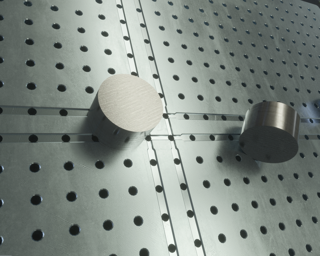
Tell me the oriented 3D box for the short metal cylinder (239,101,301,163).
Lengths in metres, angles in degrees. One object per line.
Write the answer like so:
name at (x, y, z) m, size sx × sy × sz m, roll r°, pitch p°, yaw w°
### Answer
short metal cylinder at (0.162, 0.007, 0.455) m, size 0.080 × 0.080 × 0.050 m, roll 32°, pitch 52°, yaw -8°

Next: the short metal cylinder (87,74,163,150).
short metal cylinder at (-0.043, -0.019, 0.380) m, size 0.081 × 0.050 × 0.080 m, roll 14°, pitch 56°, yaw -21°
